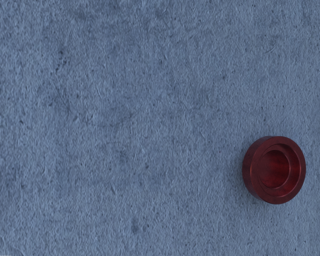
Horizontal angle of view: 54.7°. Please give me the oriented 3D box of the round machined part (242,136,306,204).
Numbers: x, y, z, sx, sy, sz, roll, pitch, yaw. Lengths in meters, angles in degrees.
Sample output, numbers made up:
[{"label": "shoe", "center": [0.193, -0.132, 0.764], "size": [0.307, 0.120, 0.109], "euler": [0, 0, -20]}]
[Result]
[{"label": "round machined part", "center": [0.163, 0.060, 0.460], "size": [0.099, 0.042, 0.097], "euler": [0, 90, -20]}]
